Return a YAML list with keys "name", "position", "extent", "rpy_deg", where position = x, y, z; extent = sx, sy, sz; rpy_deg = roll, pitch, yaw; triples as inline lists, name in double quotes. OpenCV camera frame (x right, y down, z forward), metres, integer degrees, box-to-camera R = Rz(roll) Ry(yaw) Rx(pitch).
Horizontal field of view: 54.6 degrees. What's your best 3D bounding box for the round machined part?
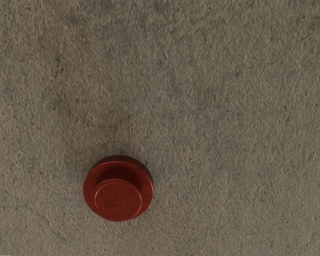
- name: "round machined part"
  position: [-0.059, 0.091, 0.434]
  extent: [0.099, 0.042, 0.097]
  rpy_deg: [0, 110, 0]
